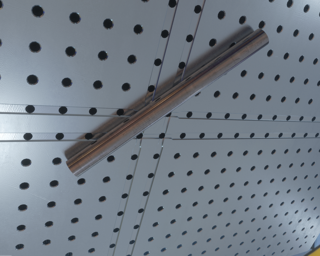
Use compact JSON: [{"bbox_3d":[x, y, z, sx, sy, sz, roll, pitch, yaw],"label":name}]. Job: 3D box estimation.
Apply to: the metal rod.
[{"bbox_3d":[0.014,-0.035,0.398,0.301,0.025,0.025,-35,129,-5],"label":"metal rod"}]
